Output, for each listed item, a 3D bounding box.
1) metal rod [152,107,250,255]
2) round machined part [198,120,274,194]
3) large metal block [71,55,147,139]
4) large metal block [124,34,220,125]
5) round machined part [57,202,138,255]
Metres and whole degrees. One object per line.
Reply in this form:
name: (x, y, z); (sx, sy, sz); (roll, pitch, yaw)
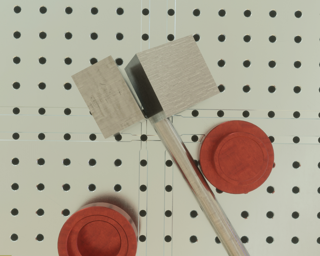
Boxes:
metal rod: (0.066, 0.103, 0.413); (0.025, 0.025, 0.299); (-30, 90, 0)
round machined part: (0.101, 0.038, 0.406); (0.099, 0.042, 0.097); (0, 90, 0)
large metal block: (-0.058, -0.035, 0.385); (0.050, 0.080, 0.080); (-28, 90, 0)
large metal block: (0.014, -0.059, 0.387); (0.081, 0.050, 0.080); (-26, 90, -24)
round machined part: (-0.078, 0.145, 0.404); (0.099, 0.042, 0.097); (0, 90, 0)
